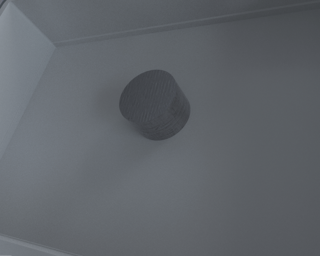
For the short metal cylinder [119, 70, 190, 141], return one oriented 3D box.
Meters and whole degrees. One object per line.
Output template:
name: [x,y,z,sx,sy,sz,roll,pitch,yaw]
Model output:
short metal cylinder: [-0.006,-0.030,0.410,0.080,0.050,0.080,-13,56,20]
